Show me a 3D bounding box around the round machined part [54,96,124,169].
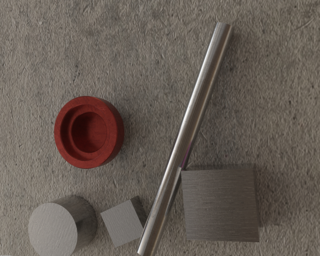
[{"bbox_3d":[-0.094,0.006,0.432,0.098,0.042,0.097,0,90,19],"label":"round machined part"}]

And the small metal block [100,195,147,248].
[{"bbox_3d":[-0.046,0.127,0.424,0.050,0.025,0.050,-28,81,17],"label":"small metal block"}]

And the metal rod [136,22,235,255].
[{"bbox_3d":[0.031,0.016,0.385,0.025,0.025,0.298,20,92,18],"label":"metal rod"}]

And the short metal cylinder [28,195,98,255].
[{"bbox_3d":[-0.138,0.141,0.443,0.080,0.050,0.079,0,90,19],"label":"short metal cylinder"}]

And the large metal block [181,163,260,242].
[{"bbox_3d":[0.074,0.086,0.369,0.080,0.050,0.080,-5,88,19],"label":"large metal block"}]
